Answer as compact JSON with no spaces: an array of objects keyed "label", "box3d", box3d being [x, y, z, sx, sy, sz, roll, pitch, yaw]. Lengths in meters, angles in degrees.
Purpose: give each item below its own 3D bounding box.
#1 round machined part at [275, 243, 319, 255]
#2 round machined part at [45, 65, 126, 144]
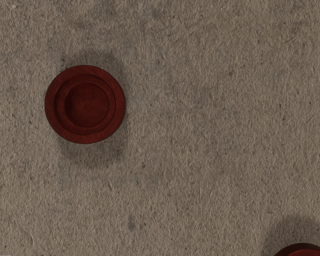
[{"label":"round machined part","box3d":[0.186,0.198,0.404,0.099,0.042,0.097,0,90,-1]},{"label":"round machined part","box3d":[-0.093,-0.029,0.400,0.099,0.042,0.097,0,90,-1]}]
